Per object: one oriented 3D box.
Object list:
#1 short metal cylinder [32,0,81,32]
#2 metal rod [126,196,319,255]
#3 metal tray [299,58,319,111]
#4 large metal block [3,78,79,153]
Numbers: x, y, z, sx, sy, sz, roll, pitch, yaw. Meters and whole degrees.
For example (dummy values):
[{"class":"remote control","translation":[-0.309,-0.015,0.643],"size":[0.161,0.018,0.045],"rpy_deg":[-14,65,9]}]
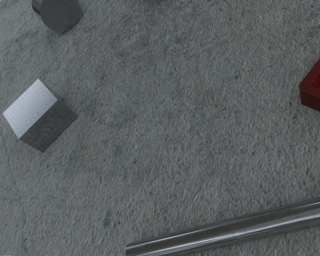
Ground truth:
[{"class":"short metal cylinder","translation":[-0.208,-0.241,0.623],"size":[0.080,0.080,0.050],"rpy_deg":[-44,51,-3]},{"class":"metal rod","translation":[0.106,0.089,0.293],"size":[0.301,0.025,0.025],"rpy_deg":[-19,54,16]},{"class":"metal tray","translation":[0.223,-0.041,0.309],"size":[0.130,0.030,0.090],"rpy_deg":[34,80,38]},{"class":"large metal block","translation":[-0.193,-0.021,0.499],"size":[0.080,0.050,0.080],"rpy_deg":[-47,52,-5]}]
